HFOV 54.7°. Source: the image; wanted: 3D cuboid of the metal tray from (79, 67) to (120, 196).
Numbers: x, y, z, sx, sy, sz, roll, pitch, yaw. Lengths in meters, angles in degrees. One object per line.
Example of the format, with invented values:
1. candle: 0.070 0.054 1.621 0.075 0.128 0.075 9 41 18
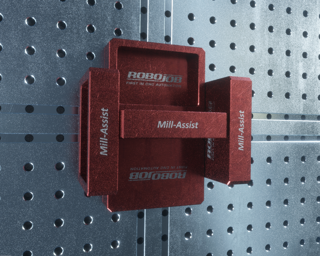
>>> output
1. metal tray: -0.072 0.004 0.352 0.030 0.090 0.129 1 90 -20

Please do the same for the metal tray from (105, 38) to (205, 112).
1. metal tray: -0.005 -0.064 0.409 0.131 0.030 0.089 1 90 -21

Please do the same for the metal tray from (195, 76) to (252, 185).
1. metal tray: 0.081 0.003 0.409 0.030 0.090 0.129 1 90 -20

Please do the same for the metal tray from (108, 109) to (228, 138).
1. metal tray: 0.004 -0.004 0.379 0.131 0.090 0.030 1 90 -20

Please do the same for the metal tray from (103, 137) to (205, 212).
1. metal tray: -0.006 0.057 0.407 0.131 0.030 0.089 1 90 -21
